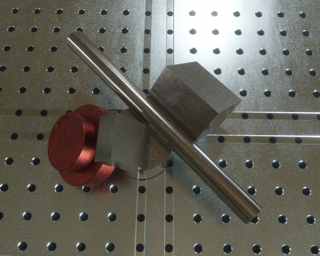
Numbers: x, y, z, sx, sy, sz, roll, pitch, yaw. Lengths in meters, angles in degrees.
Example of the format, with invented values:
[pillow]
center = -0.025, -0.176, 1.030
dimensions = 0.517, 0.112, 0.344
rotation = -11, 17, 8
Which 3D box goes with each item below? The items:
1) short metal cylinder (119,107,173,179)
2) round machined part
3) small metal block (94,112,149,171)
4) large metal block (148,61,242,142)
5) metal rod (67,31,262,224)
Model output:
[short metal cylinder]
center = -0.024, 0.020, 0.387
dimensions = 0.081, 0.050, 0.080
rotation = 0, 70, 0
[round machined part]
center = -0.094, 0.019, 0.364
dimensions = 0.098, 0.042, 0.098
rotation = -12, 70, 36
[small metal block]
center = -0.040, 0.016, 0.333
dimensions = 0.025, 0.050, 0.050
rotation = -13, 65, 38
[large metal block]
center = 0.043, -0.035, 0.385
dimensions = 0.080, 0.050, 0.080
rotation = 44, 33, 14
[metal rod]
center = -0.006, -0.011, 0.359
dimensions = 0.025, 0.025, 0.300
rotation = -42, 75, -14
